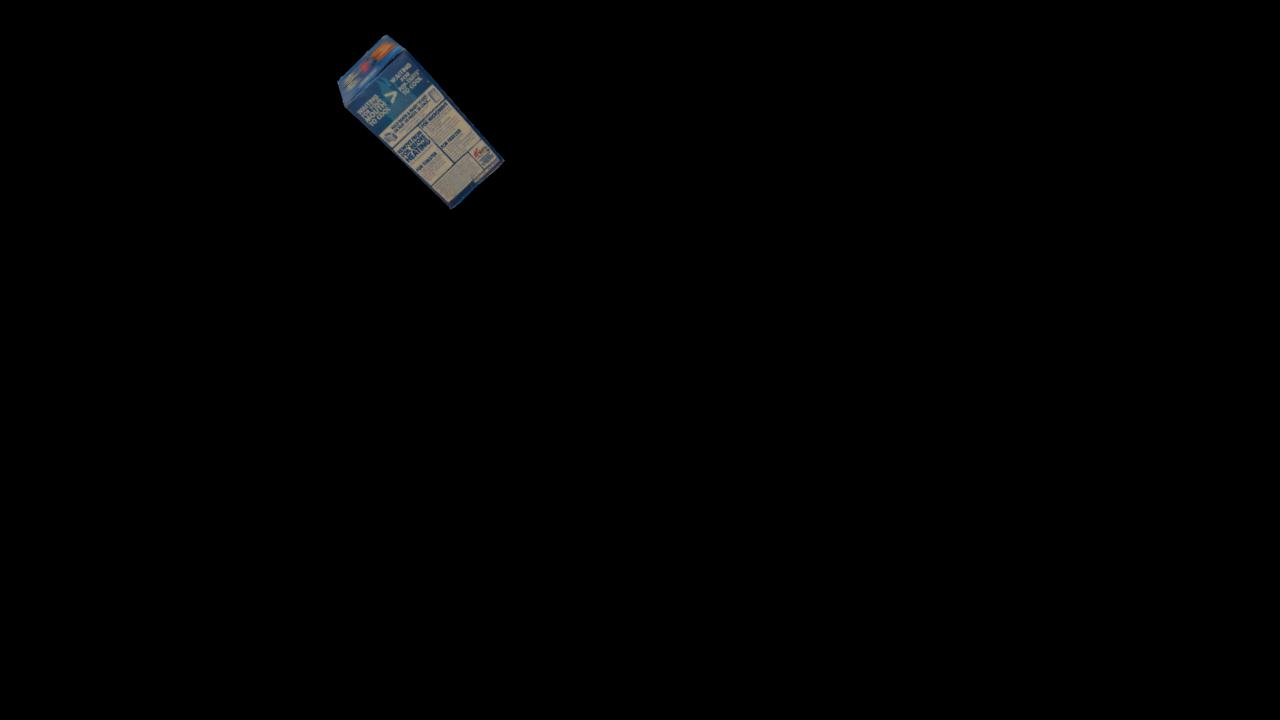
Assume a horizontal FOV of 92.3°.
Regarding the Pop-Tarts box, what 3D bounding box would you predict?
[{"bbox_3d":[-0.243,-0.264,0.676,0.141,0.083,0.167,45,2,-40],"label":"Pop-Tarts box"}]
